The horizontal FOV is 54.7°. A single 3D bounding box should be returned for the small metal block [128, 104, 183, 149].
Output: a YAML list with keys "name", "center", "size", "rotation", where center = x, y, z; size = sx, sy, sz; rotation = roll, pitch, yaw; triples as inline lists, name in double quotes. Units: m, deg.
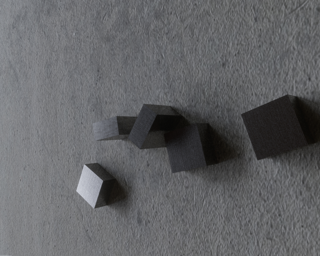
- name: "small metal block"
  center: [-0.006, -0.002, 0.393]
  size: [0.025, 0.050, 0.050]
  rotation: [40, 115, 32]

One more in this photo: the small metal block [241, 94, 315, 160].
- name: "small metal block"
  center: [0.117, 0.000, 0.309]
  size: [0.050, 0.025, 0.050]
  rotation: [-26, 74, 37]

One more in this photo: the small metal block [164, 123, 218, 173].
- name: "small metal block"
  center: [0.036, 0.025, 0.375]
  size: [0.050, 0.025, 0.050]
  rotation: [-20, 78, 38]

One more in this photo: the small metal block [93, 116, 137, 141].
- name: "small metal block"
  center: [-0.058, 0.001, 0.436]
  size: [0.050, 0.050, 0.025]
  rotation: [-14, 81, 39]

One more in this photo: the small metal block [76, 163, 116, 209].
- name: "small metal block"
  center: [-0.102, 0.090, 0.489]
  size: [0.050, 0.025, 0.050]
  rotation: [32, 110, 35]
